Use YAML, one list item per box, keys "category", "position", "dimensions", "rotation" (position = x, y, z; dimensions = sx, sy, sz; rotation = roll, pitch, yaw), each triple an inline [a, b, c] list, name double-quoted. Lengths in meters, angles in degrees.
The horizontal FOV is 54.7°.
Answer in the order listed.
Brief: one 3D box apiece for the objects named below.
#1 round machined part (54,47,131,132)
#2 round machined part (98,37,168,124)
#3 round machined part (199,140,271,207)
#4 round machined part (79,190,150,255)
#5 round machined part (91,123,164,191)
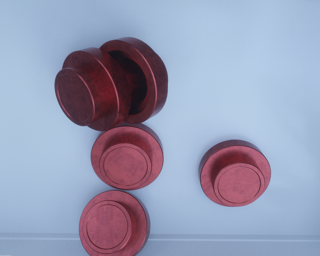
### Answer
- category: "round machined part"
  position: [-0.084, -0.040, 0.359]
  dimensions: [0.098, 0.042, 0.097]
  rotation: [20, 124, 32]
- category: "round machined part"
  position: [-0.030, -0.057, 0.364]
  dimensions: [0.098, 0.042, 0.097]
  rotation: [20, 124, 32]
- category: "round machined part"
  position: [0.105, 0.069, 0.428]
  dimensions: [0.099, 0.042, 0.097]
  rotation: [0, 110, 0]
- category: "round machined part"
  position: [-0.066, 0.134, 0.425]
  dimensions: [0.098, 0.042, 0.098]
  rotation: [-3, 73, 10]
- category: "round machined part"
  position: [-0.044, 0.043, 0.417]
  dimensions: [0.099, 0.042, 0.097]
  rotation: [0, 110, 0]
